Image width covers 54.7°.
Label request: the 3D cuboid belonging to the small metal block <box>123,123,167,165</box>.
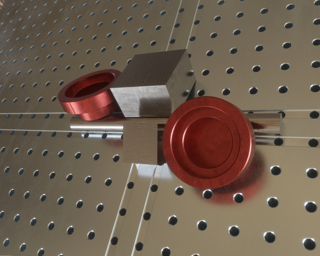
[{"bbox_3d":[-0.019,0.019,0.394,0.050,0.025,0.050,1,91,28],"label":"small metal block"}]

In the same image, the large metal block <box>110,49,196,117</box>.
[{"bbox_3d":[-0.006,-0.060,0.418,0.080,0.050,0.080,1,44,28],"label":"large metal block"}]

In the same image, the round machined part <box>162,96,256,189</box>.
[{"bbox_3d":[0.056,0.016,0.342,0.098,0.042,0.097,-2,86,28],"label":"round machined part"}]

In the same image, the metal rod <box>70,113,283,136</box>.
[{"bbox_3d":[0.001,-0.006,0.412,0.300,0.025,0.025,1,62,28],"label":"metal rod"}]

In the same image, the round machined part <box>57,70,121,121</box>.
[{"bbox_3d":[-0.096,-0.046,0.460,0.098,0.042,0.098,-13,32,8],"label":"round machined part"}]
